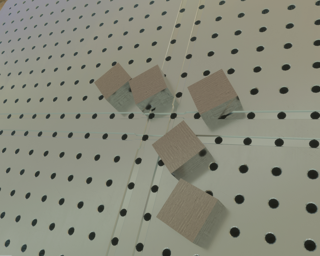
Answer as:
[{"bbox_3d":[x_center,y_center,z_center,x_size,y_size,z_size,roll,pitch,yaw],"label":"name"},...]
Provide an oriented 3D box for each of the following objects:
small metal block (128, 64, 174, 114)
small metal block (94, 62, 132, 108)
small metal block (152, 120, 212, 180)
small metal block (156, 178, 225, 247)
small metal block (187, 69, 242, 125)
[{"bbox_3d":[-0.013,-0.057,0.451,0.050,0.025,0.050,-28,52,11],"label":"small metal block"},{"bbox_3d":[-0.068,-0.067,0.487,0.050,0.025,0.050,-40,51,1],"label":"small metal block"},{"bbox_3d":[0.026,0.027,0.379,0.050,0.025,0.050,-38,51,2],"label":"small metal block"},{"bbox_3d":[0.033,0.091,0.336,0.050,0.025,0.050,25,75,37],"label":"small metal block"},{"bbox_3d":[0.069,-0.040,0.397,0.050,0.025,0.050,-27,52,11],"label":"small metal block"}]
